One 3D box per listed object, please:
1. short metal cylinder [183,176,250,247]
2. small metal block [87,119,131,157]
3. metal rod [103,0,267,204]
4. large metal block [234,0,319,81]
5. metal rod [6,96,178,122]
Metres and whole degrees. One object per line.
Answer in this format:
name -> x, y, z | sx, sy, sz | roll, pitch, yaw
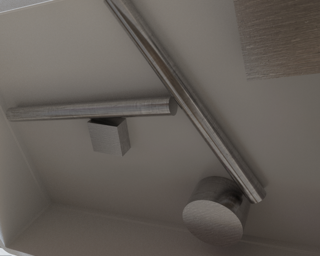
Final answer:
short metal cylinder -> 0.077, 0.113, 0.421 | 0.080, 0.050, 0.079 | 13, 124, 20
small metal block -> -0.074, 0.011, 0.452 | 0.050, 0.025, 0.050 | 8, 122, 23
metal rod -> 0.036, -0.029, 0.370 | 0.025, 0.025, 0.299 | -29, 103, 37
large metal block -> 0.116, -0.092, 0.274 | 0.080, 0.050, 0.080 | -3, 117, 29
metal rod -> -0.116, -0.025, 0.452 | 0.300, 0.025, 0.025 | -1, 118, 28
